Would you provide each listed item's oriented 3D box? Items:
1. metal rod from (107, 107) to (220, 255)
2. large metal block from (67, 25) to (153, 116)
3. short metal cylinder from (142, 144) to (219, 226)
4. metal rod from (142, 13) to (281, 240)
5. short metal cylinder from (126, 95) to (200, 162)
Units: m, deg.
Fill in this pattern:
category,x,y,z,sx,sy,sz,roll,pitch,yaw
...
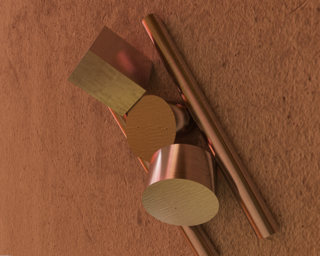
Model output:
category,x,y,z,sx,sy,sz,roll,pitch,yaw
metal rod,-0.016,0.041,0.419,0.025,0.025,0.299,-48,62,29
large metal block,-0.060,-0.075,0.400,0.050,0.080,0.080,-44,22,31
short metal cylinder,0.024,0.064,0.343,0.080,0.080,0.050,-38,24,33
metal rod,0.049,-0.018,0.365,0.025,0.025,0.299,-39,66,33
short metal cylinder,0.003,0.001,0.387,0.080,0.050,0.080,0,90,40
